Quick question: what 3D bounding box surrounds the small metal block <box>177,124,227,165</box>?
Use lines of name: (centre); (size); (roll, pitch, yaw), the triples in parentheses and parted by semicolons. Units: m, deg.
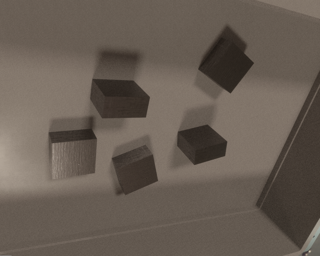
small metal block: (0.059, 0.022, 0.441); (0.050, 0.050, 0.025); (-13, 124, -22)

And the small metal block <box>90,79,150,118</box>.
small metal block: (-0.046, -0.034, 0.348); (0.050, 0.050, 0.025); (-2, 120, -28)

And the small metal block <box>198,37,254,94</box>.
small metal block: (0.087, -0.082, 0.408); (0.050, 0.025, 0.050); (29, 102, -38)

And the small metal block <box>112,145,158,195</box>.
small metal block: (-0.034, 0.058, 0.428); (0.050, 0.025, 0.050); (-21, 127, -16)

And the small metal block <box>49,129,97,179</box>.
small metal block: (-0.105, 0.031, 0.371); (0.050, 0.025, 0.050); (-5, 121, -26)
